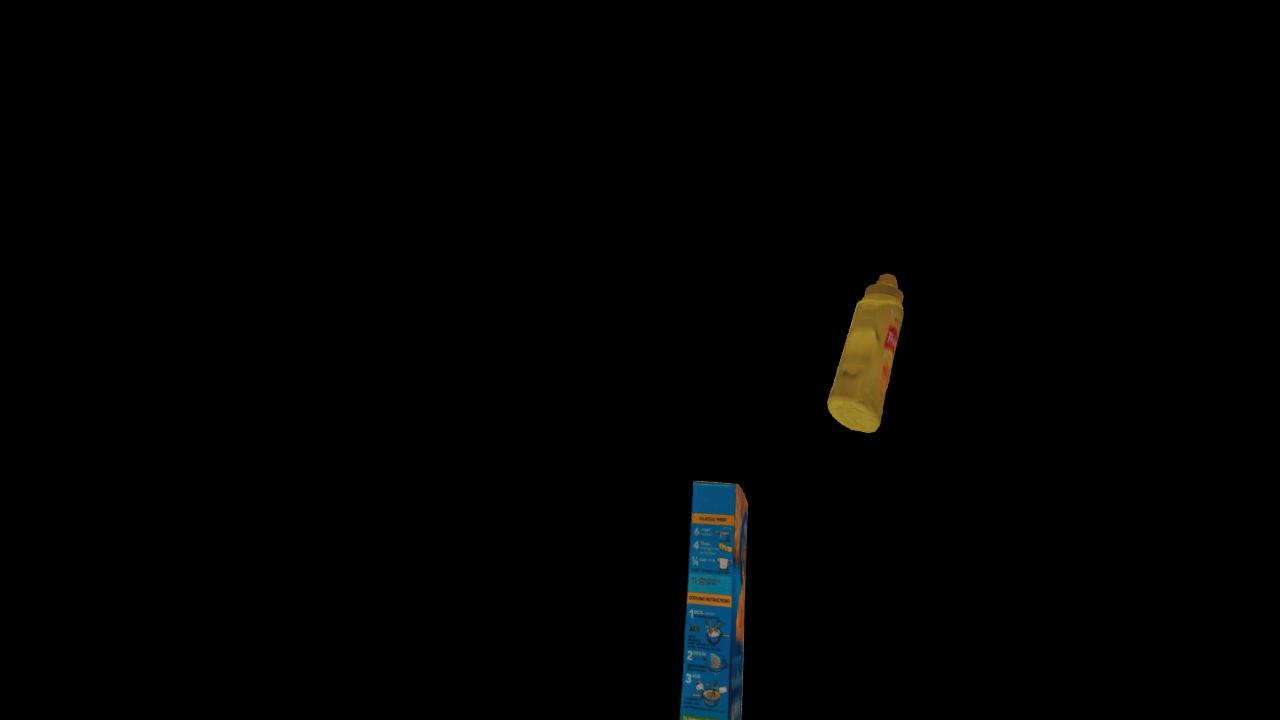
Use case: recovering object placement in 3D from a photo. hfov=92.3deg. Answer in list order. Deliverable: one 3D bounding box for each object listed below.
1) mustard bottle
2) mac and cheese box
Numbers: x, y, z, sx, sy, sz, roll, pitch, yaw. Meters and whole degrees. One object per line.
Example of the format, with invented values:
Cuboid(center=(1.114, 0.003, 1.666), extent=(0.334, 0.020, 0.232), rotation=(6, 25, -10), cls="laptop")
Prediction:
Cuboid(center=(0.261, -0.018, 0.694), extent=(0.054, 0.184, 0.092), rotation=(4, -26, 41), cls="mustard bottle")
Cuboid(center=(0.059, 0.193, 0.467), extent=(0.041, 0.184, 0.093), rotation=(0, -22, 16), cls="mac and cheese box")
